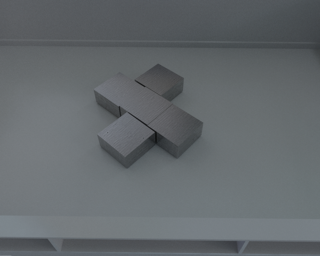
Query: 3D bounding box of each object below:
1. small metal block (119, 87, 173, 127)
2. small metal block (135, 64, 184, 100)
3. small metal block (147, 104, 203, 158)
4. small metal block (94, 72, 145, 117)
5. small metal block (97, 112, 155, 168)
[{"bbox_3d":[-0.018,-0.023,0.420,0.050,0.025,0.050,34,58,25],"label":"small metal block"},{"bbox_3d":[-0.001,-0.063,0.455,0.050,0.025,0.050,34,57,25],"label":"small metal block"},{"bbox_3d":[0.020,0.003,0.400,0.050,0.025,0.050,34,58,25],"label":"small metal block"},{"bbox_3d":[-0.057,-0.047,0.442,0.050,0.025,0.050,34,58,25],"label":"small metal block"},{"bbox_3d":[-0.042,0.014,0.391,0.050,0.025,0.050,35,59,26],"label":"small metal block"}]
